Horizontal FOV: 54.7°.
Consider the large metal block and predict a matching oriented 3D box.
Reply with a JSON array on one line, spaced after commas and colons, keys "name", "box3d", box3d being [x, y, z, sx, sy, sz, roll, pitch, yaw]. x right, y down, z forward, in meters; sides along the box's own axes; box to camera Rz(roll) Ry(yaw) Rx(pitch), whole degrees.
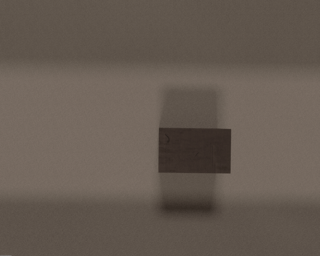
[{"name": "large metal block", "box3d": [0.039, 0.025, 0.384, 0.081, 0.080, 0.050, 1, 90, -1]}]
